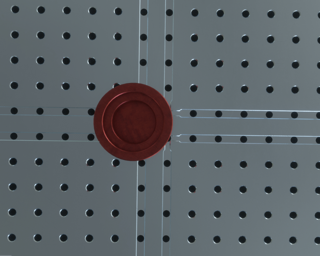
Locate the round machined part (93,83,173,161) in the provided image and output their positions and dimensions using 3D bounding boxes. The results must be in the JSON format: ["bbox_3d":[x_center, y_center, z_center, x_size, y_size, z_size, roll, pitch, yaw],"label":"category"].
[{"bbox_3d":[-0.033,-0.008,0.404,0.099,0.042,0.097,0,90,-1],"label":"round machined part"}]
